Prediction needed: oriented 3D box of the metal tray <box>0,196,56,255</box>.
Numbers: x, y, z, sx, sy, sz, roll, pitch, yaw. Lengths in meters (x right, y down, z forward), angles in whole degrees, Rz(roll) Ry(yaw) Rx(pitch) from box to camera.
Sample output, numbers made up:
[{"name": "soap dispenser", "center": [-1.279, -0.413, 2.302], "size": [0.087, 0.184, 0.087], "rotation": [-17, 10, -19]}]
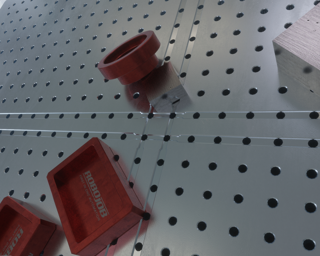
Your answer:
[{"name": "metal tray", "center": [-0.209, 0.167, 0.411], "size": [0.090, 0.030, 0.130], "rotation": [17, 71, 34]}]

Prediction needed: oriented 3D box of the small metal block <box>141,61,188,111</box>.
[{"name": "small metal block", "center": [0.005, -0.060, 0.443], "size": [0.050, 0.025, 0.050], "rotation": [-28, 52, 10]}]

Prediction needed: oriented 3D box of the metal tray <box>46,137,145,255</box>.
[{"name": "metal tray", "center": [-0.087, 0.084, 0.399], "size": [0.090, 0.030, 0.130], "rotation": [-38, 51, 2]}]

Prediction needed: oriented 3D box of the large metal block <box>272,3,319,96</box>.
[{"name": "large metal block", "center": [0.189, -0.089, 0.348], "size": [0.080, 0.050, 0.080], "rotation": [-39, 51, 2]}]

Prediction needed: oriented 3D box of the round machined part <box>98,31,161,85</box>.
[{"name": "round machined part", "center": [-0.041, -0.101, 0.466], "size": [0.098, 0.042, 0.098], "rotation": [-26, 28, 15]}]
